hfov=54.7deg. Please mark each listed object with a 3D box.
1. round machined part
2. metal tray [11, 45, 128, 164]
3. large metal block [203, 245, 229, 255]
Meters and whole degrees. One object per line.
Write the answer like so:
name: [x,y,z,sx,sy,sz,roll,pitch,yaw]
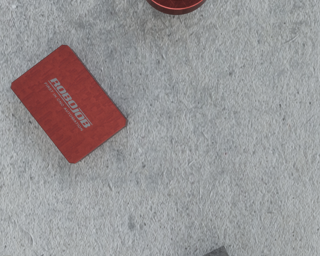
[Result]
round machined part: [0.021,-0.195,0.402,0.099,0.042,0.097,0,90,-1]
metal tray: [-0.116,-0.030,0.406,0.090,0.030,0.130,-38,91,-1]
large metal block: [0.069,0.214,0.399,0.080,0.050,0.080,-26,90,-1]
